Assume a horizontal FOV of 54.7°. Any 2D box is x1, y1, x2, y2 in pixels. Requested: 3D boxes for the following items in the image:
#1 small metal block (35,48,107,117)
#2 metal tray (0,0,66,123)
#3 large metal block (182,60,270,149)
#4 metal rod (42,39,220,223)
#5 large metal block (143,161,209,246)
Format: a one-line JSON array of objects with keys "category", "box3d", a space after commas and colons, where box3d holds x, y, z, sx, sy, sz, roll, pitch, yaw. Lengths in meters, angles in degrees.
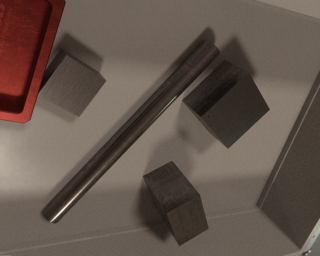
[{"category": "small metal block", "box3d": [-0.095, -0.047, 0.328, 0.050, 0.025, 0.050, 32, 100, -39]}, {"category": "metal tray", "box3d": [-0.150, -0.073, 0.278, 0.091, 0.030, 0.129, 12, 113, -34]}, {"category": "large metal block", "box3d": [0.091, -0.031, 0.425, 0.080, 0.050, 0.080, -44, 130, 2]}, {"category": "metal rod", "box3d": [-0.038, 0.007, 0.393, 0.300, 0.025, 0.025, -46, 130, 4]}, {"category": "large metal block", "box3d": [0.023, 0.109, 0.455, 0.050, 0.080, 0.080, -27, 128, -12]}]
